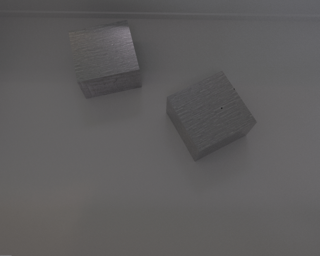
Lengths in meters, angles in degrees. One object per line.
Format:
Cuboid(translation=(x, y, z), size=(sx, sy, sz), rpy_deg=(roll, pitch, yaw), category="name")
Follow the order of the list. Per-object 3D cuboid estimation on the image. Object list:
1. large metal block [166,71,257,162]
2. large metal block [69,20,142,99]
Cuboid(translation=(0.063, -0.015, 0.402), size=(0.080, 0.050, 0.080), rpy_deg=(-26, 72, -9), category="large metal block")
Cuboid(translation=(-0.075, -0.095, 0.430), size=(0.081, 0.050, 0.080), rpy_deg=(-13, 71, -5), category="large metal block")
